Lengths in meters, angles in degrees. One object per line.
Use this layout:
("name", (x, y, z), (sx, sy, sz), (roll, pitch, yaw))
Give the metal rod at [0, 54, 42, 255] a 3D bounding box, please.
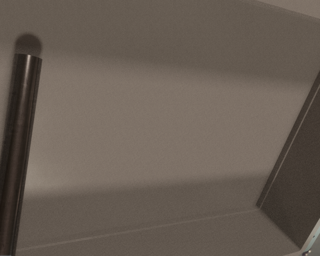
("metal rod", (-0.147, 0.079, 0.299), (0.025, 0.025, 0.298), (8, 90, -32))
